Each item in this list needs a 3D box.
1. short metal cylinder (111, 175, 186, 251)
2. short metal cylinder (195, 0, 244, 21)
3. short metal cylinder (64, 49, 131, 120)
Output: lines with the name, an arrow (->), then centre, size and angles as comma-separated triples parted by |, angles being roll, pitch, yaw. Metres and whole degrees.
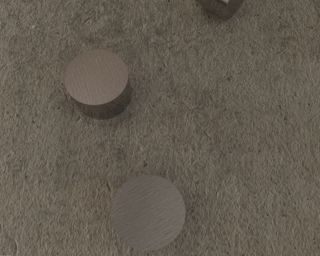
short metal cylinder -> -0.013, 0.099, 0.359 | 0.081, 0.050, 0.080 | 0, 70, 0
short metal cylinder -> 0.096, -0.207, 0.455 | 0.050, 0.080, 0.080 | 37, 74, 12
short metal cylinder -> -0.080, -0.057, 0.415 | 0.081, 0.050, 0.080 | 0, 70, 0
